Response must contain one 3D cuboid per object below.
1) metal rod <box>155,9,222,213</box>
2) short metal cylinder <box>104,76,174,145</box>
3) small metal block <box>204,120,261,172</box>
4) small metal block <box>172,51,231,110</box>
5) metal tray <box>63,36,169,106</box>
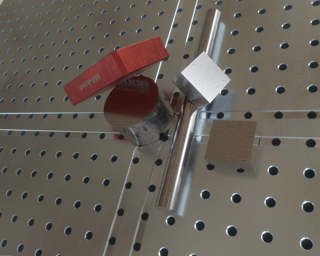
[{"bbox_3d":[0.044,-0.040,0.408,0.025,0.025,0.300,2,62,28],"label":"metal rod"},{"bbox_3d":[-0.028,-0.023,0.420,0.080,0.050,0.080,-13,56,20],"label":"short metal cylinder"},{"bbox_3d":[0.083,0.019,0.352,0.050,0.025,0.050,3,63,29],"label":"small metal block"},{"bbox_3d":[0.052,-0.060,0.390,0.050,0.050,0.025,-46,5,-29],"label":"small metal block"},{"bbox_3d":[-0.062,-0.076,0.421,0.130,0.030,0.091,-19,11,45],"label":"metal tray"}]
